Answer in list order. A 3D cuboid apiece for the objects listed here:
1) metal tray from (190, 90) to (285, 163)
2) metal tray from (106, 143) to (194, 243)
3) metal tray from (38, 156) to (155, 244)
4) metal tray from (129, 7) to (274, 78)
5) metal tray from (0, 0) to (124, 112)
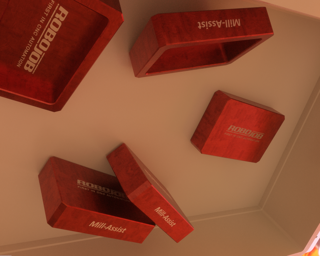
[{"bbox_3d":[0.121,0.002,0.472,0.131,0.030,0.089,12,112,-34],"label":"metal tray"},{"bbox_3d":[-0.012,0.088,0.413,0.030,0.090,0.130,-39,129,-2],"label":"metal tray"},{"bbox_3d":[-0.076,0.089,0.379,0.131,0.090,0.030,27,104,-37],"label":"metal tray"},{"bbox_3d":[0.041,-0.090,0.333,0.131,0.090,0.030,-12,84,-22],"label":"metal tray"},{"bbox_3d":[-0.104,-0.076,0.271,0.091,0.030,0.129,19,131,-36],"label":"metal tray"}]
